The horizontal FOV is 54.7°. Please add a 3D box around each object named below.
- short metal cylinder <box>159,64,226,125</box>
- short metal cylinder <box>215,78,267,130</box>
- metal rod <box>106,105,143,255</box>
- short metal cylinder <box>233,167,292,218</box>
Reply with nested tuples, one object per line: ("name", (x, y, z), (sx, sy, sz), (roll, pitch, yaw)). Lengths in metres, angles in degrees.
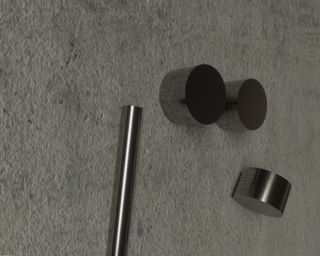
("short metal cylinder", (0.046, -0.044, 0.427), (0.081, 0.050, 0.079), (0, 90, -40))
("short metal cylinder", (0.127, -0.036, 0.495), (0.081, 0.050, 0.079), (0, 90, -40))
("metal rod", (-0.048, 0.123, 0.364), (0.025, 0.025, 0.298), (10, 84, -40))
("short metal cylinder", (0.168, 0.106, 0.510), (0.080, 0.080, 0.050), (41, 65, -32))
